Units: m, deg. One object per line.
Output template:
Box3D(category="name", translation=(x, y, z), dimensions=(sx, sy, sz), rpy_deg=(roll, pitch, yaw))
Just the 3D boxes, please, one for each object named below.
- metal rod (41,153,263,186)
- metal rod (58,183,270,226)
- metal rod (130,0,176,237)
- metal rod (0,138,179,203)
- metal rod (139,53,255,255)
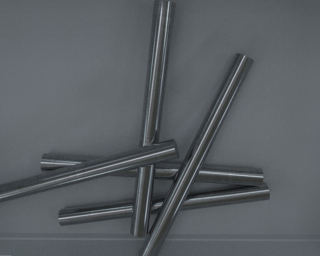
Box3D(category="metal rod", translation=(-0.009, 0.058, 0.431), dimensions=(0.302, 0.025, 0.025), rpy_deg=(4, 110, -2))
Box3D(category="metal rod", translation=(0.005, 0.111, 0.451), dimensions=(0.302, 0.025, 0.025), rpy_deg=(-8, 110, 2))
Box3D(category="metal rod", translation=(-0.012, -0.001, 0.391), dimensions=(0.025, 0.025, 0.298), rpy_deg=(6, 104, -3))
Box3D(category="metal rod", translation=(-0.123, 0.064, 0.405), dimensions=(0.301, 0.025, 0.025), rpy_deg=(-15, 110, 11))
Box3D(category="metal rod", translation=(0.043, 0.046, 0.406), dimensions=(0.025, 0.025, 0.298), rpy_deg=(23, 100, -9))
